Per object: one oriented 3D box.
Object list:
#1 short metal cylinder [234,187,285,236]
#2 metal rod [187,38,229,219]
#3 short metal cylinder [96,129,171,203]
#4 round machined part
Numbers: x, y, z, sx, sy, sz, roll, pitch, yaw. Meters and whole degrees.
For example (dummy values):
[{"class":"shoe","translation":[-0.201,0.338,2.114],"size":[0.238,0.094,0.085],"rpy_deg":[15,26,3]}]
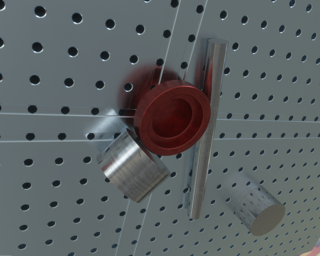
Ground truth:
[{"class":"short metal cylinder","translation":[0.193,0.161,0.600],"size":[0.081,0.050,0.079],"rpy_deg":[-14,124,-21]},{"class":"metal rod","translation":[0.066,0.020,0.459],"size":[0.025,0.025,0.298],"rpy_deg":[-11,123,-23]},{"class":"short metal cylinder","translation":[-0.032,0.046,0.386],"size":[0.050,0.080,0.080],"rpy_deg":[-44,129,2]},{"class":"round machined part","translation":[0.012,-0.016,0.397],"size":[0.099,0.042,0.097],"rpy_deg":[-14,124,-21]}]
